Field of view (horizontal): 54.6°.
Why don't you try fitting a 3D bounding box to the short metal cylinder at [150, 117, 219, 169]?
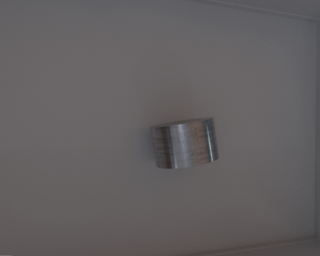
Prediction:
[{"bbox_3d":[0.031,0.017,0.392,0.081,0.080,0.050,-10,94,-20],"label":"short metal cylinder"}]
